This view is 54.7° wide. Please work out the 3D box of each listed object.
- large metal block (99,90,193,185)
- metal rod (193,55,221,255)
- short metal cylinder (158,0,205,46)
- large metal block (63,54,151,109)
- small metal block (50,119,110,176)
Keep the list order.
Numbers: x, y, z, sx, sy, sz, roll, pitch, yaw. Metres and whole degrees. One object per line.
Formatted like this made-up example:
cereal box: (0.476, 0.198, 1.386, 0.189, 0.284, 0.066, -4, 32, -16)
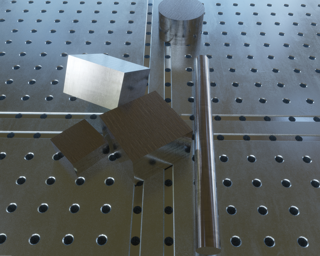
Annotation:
large metal block: (-0.018, 0.010, 0.383, 0.081, 0.050, 0.080, -26, 55, -21)
metal rod: (0.057, 0.007, 0.402, 0.025, 0.025, 0.300, 3, 50, 2)
short metal cylinder: (0.037, -0.191, 0.553, 0.081, 0.050, 0.080, 0, 50, 0)
large metal block: (-0.070, -0.066, 0.423, 0.080, 0.050, 0.080, 20, 20, 16)
small metal block: (-0.099, 0.023, 0.387, 0.050, 0.025, 0.050, -35, 59, -26)
